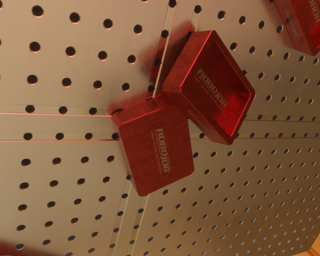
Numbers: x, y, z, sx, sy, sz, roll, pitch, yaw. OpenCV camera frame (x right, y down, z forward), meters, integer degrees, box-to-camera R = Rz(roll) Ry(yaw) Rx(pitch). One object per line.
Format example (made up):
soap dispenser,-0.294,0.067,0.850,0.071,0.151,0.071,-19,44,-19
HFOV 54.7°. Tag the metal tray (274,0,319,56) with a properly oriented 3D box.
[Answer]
metal tray,0.210,-0.173,0.418,0.090,0.030,0.130,-46,130,3

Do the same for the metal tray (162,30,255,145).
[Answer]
metal tray,0.068,-0.047,0.395,0.130,0.030,0.090,42,70,-39

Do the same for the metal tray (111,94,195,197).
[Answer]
metal tray,-0.005,0.025,0.422,0.091,0.030,0.129,-23,127,-15
